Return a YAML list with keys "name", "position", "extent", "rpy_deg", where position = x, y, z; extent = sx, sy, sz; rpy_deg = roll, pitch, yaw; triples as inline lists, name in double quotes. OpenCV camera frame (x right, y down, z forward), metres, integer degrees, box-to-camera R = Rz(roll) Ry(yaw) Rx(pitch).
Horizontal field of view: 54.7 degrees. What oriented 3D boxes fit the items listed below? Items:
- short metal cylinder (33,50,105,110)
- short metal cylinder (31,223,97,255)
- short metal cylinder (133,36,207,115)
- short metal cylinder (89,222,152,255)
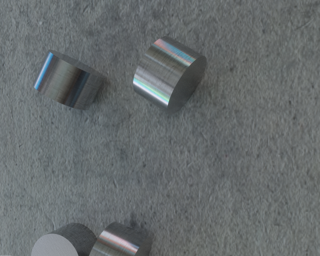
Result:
- name: "short metal cylinder"
  position: [-0.123, -0.065, 0.422]
  extent: [0.080, 0.080, 0.050]
  rpy_deg: [31, 100, 17]
- name: "short metal cylinder"
  position: [-0.133, 0.183, 0.441]
  extent: [0.080, 0.050, 0.079]
  rpy_deg: [0, 90, 19]
- name: "short metal cylinder"
  position: [0.013, -0.063, 0.375]
  extent: [0.050, 0.080, 0.080]
  rpy_deg: [34, 101, 16]
- name: "short metal cylinder"
  position: [-0.051, 0.168, 0.397]
  extent: [0.050, 0.080, 0.080]
  rpy_deg: [19, 96, 19]
